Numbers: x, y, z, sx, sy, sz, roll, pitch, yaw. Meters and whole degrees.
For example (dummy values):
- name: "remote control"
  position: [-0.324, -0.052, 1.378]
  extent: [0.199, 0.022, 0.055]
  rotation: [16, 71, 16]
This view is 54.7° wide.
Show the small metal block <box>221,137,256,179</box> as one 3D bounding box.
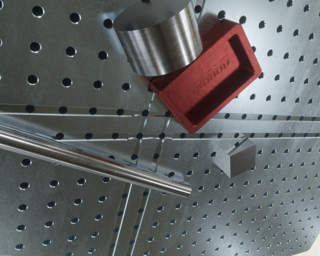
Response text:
- name: "small metal block"
  position: [0.131, 0.049, 0.516]
  extent: [0.050, 0.025, 0.050]
  rotation: [-22, 127, -16]

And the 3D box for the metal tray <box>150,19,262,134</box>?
- name: "metal tray"
  position: [0.062, -0.064, 0.403]
  extent: [0.130, 0.030, 0.090]
  rotation: [-42, 130, 0]

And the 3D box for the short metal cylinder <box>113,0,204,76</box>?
- name: "short metal cylinder"
  position: [-0.001, -0.097, 0.316]
  extent: [0.080, 0.080, 0.050]
  rotation: [-31, 129, -9]

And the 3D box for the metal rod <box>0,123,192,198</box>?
- name: "metal rod"
  position: [-0.069, 0.052, 0.406]
  extent: [0.302, 0.025, 0.025]
  rotation: [24, 105, -37]
